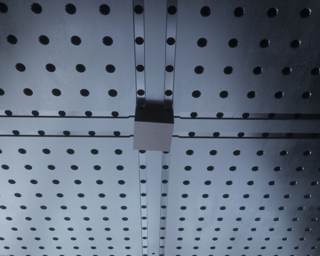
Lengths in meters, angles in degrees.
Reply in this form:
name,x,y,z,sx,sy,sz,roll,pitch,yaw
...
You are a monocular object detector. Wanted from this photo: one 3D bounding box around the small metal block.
name,x,y,z,sx,sy,sz,roll,pitch,yaw
small metal block,-0.009,0.004,0.414,0.050,0.025,0.050,4,130,-4
